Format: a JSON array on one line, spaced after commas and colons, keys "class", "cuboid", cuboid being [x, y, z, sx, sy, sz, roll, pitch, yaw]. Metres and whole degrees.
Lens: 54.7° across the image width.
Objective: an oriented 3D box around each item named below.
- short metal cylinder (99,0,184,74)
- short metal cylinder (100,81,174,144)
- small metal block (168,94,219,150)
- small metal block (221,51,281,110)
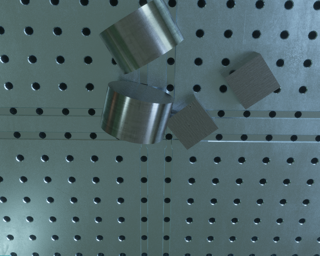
[{"class": "short metal cylinder", "cuboid": [-0.020, -0.103, 0.346, 0.080, 0.080, 0.050, -28, 108, 10]}, {"class": "short metal cylinder", "cuboid": [-0.028, -0.021, 0.376, 0.080, 0.080, 0.050, 14, 110, -5]}, {"class": "small metal block", "cuboid": [0.041, -0.008, 0.411, 0.050, 0.025, 0.050, -36, 106, 12]}, {"class": "small metal block", "cuboid": [0.114, -0.060, 0.392, 0.050, 0.025, 0.050, -34, 107, 11]}]
